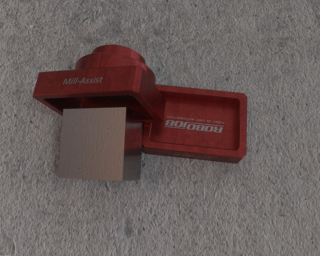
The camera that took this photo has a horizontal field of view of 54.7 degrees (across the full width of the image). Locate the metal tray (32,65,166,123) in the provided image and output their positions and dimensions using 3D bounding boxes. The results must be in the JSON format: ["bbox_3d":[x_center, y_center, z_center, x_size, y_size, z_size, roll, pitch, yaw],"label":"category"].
[{"bbox_3d":[-0.068,-0.035,0.369,0.130,0.090,0.030,0,70,19],"label":"metal tray"}]

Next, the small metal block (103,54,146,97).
[{"bbox_3d":[-0.049,-0.074,0.436,0.050,0.025,0.050,6,70,2],"label":"small metal block"}]

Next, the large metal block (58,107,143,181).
[{"bbox_3d":[-0.068,0.020,0.368,0.080,0.050,0.080,0,82,18],"label":"large metal block"}]

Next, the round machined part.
[{"bbox_3d":[-0.054,-0.066,0.383,0.099,0.098,0.042,6,70,2],"label":"round machined part"}]

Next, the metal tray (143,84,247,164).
[{"bbox_3d":[0.046,-0.006,0.409,0.131,0.030,0.090,6,70,2],"label":"metal tray"}]
